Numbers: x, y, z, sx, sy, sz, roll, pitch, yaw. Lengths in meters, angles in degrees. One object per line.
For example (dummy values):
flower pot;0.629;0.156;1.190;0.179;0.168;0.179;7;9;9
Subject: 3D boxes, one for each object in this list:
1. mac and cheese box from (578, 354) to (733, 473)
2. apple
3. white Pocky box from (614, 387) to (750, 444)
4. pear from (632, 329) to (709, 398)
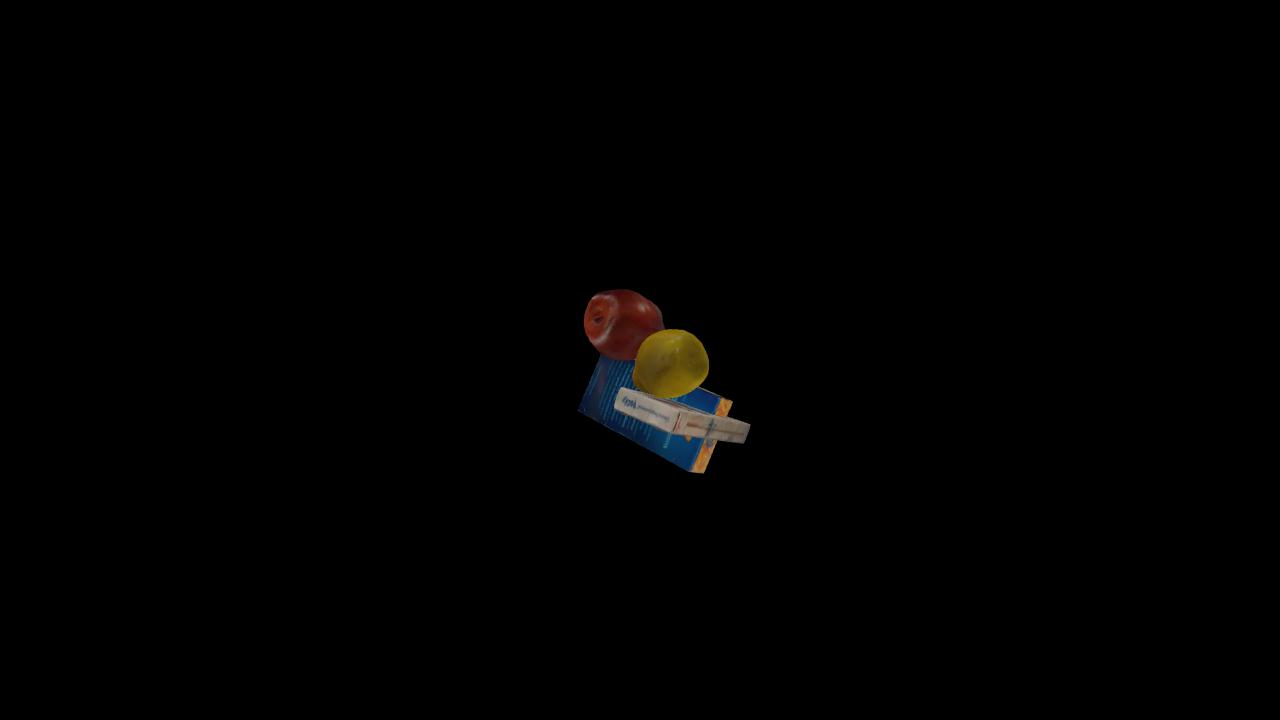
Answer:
mac and cheese box;0.014;0.056;0.743;0.184;0.093;0.041;24;2;36
apple;-0.017;-0.039;0.682;0.093;0.079;0.079;9;-6;-43
white Pocky box;0.050;0.064;0.676;0.084;0.028;0.154;19;1;38
pear;0.018;0.010;0.672;0.111;0.080;0.080;-24;-16;40
